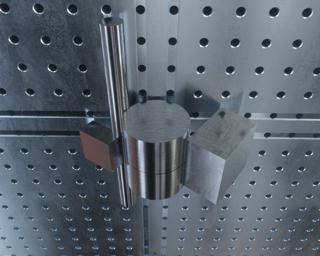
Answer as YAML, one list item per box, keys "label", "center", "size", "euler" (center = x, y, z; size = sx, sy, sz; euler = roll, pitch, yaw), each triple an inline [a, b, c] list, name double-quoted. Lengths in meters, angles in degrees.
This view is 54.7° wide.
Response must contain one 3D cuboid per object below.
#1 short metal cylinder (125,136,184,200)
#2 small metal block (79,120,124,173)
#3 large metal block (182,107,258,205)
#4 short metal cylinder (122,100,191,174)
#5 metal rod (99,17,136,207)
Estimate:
- label: "short metal cylinder"
  center: [-0.005, 0.048, 0.411]
  size: [0.081, 0.080, 0.050]
  euler: [0, 130, -1]
- label: "small metal block"
  center: [-0.077, 0.024, 0.412]
  size: [0.050, 0.025, 0.050]
  euler: [24, 135, 25]
- label: "large metal block"
  center: [0.074, 0.034, 0.390]
  size: [0.050, 0.080, 0.079]
  euler: [27, 137, 27]
- label: "short metal cylinder"
  center: [-0.005, 0.009, 0.378]
  size: [0.081, 0.080, 0.050]
  euler: [0, 130, -1]
- label: "metal rod"
  center: [-0.050, 0.006, 0.410]
  size: [0.025, 0.025, 0.298]
  euler: [0, 130, 0]
